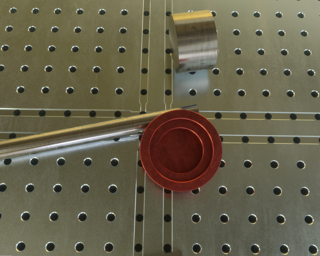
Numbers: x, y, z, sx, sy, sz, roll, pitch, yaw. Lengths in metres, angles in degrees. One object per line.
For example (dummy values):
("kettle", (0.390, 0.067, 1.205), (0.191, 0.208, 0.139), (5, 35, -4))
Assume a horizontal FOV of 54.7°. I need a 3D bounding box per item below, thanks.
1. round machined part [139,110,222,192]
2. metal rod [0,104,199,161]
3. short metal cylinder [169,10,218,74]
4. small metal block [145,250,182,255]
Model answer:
("round machined part", (0.024, 0.029, 0.386), (0.099, 0.042, 0.097), (1, 81, -3))
("metal rod", (-0.097, 0.008, 0.407), (0.302, 0.025, 0.025), (-11, 71, -5))
("short metal cylinder", (0.044, -0.118, 0.426), (0.050, 0.080, 0.080), (-8, 70, -3))
("small metal block", (0.003, 0.169, 0.350), (0.050, 0.025, 0.050), (-8, 70, -4))
